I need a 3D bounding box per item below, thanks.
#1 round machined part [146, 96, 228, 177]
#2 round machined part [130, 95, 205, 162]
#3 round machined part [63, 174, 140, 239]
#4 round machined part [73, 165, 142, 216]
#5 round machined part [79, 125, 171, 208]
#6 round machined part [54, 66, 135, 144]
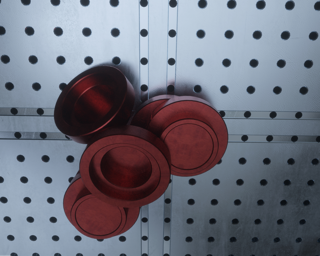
[{"bbox_3d":[0.031,0.015,0.364,0.099,0.042,0.097,0,110,0],"label":"round machined part"},{"bbox_3d":[0.010,0.011,0.386,0.099,0.042,0.097,0,110,0],"label":"round machined part"},{"bbox_3d":[-0.074,0.101,0.396,0.099,0.042,0.097,0,110,0],"label":"round machined part"},{"bbox_3d":[-0.067,0.085,0.413,0.099,0.042,0.097,0,110,0],"label":"round machined part"},{"bbox_3d":[-0.036,0.039,0.350,0.098,0.042,0.097,1,118,2],"label":"round machined part"},{"bbox_3d":[-0.074,-0.024,0.375,0.098,0.098,0.042,-26,143,9],"label":"round machined part"}]
